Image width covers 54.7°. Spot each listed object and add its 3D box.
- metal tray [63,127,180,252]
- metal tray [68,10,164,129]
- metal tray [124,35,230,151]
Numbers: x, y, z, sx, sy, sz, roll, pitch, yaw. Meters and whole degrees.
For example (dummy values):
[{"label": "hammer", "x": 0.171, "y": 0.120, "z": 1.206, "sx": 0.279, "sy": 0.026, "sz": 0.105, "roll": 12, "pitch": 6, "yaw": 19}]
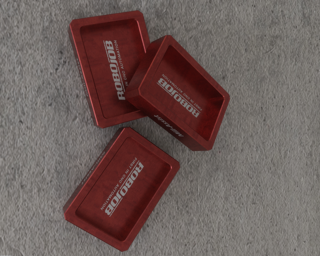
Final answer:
[{"label": "metal tray", "x": -0.046, "y": 0.074, "z": 0.389, "sx": 0.090, "sy": 0.030, "sz": 0.130, "roll": 37, "pitch": 78, "yaw": -16}, {"label": "metal tray", "x": -0.052, "y": -0.072, "z": 0.386, "sx": 0.091, "sy": 0.030, "sz": 0.129, "roll": -16, "pitch": 96, "yaw": -19}, {"label": "metal tray", "x": 0.028, "y": -0.040, "z": 0.389, "sx": 0.130, "sy": 0.030, "sz": 0.090, "roll": 38, "pitch": 63, "yaw": -30}]
